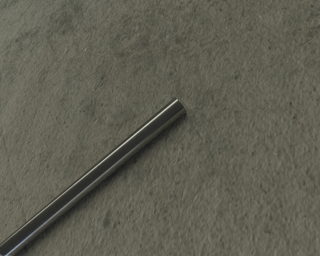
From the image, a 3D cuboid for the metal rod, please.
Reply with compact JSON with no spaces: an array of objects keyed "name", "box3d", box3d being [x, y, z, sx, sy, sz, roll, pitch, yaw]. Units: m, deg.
[{"name":"metal rod","box3d":[-0.088,0.066,0.407,0.300,0.025,0.025,-40,51,0]}]
